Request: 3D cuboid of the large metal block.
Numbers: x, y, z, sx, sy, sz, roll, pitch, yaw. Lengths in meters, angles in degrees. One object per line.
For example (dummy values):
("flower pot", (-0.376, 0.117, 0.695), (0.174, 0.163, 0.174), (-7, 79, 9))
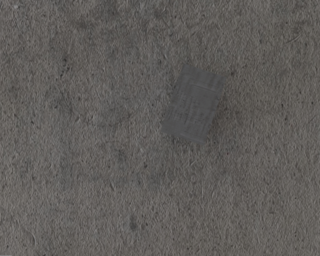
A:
("large metal block", (0.038, -0.026, 0.383), (0.050, 0.080, 0.080), (18, 90, 0))
